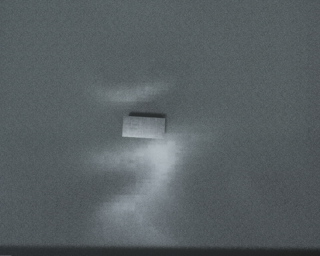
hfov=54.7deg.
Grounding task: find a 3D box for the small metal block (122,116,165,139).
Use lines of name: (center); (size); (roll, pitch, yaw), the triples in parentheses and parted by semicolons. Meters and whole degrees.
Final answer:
small metal block: (-0.020, -0.001, 0.395); (0.050, 0.050, 0.025); (3, 90, -1)
